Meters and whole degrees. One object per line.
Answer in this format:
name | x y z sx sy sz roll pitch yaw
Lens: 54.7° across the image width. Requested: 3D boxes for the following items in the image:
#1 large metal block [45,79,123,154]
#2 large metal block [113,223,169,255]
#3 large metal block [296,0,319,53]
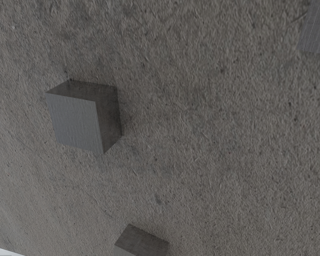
large metal block | -0.104 -0.017 0.435 0.080 0.050 0.079 11 123 22
large metal block | -0.036 0.230 0.552 0.080 0.050 0.079 20 126 16
large metal block | 0.163 -0.100 0.243 0.080 0.050 0.079 16 125 18
